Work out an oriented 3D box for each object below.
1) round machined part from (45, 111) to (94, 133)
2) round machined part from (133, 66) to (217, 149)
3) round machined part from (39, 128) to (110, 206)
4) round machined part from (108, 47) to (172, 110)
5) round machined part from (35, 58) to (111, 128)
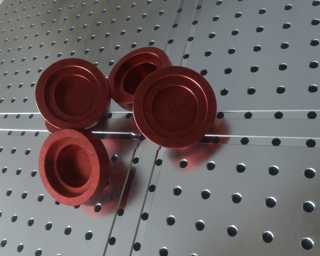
[{"bbox_3d":[-0.143,-0.031,0.489,0.098,0.042,0.098,-13,56,20],"label":"round machined part"},{"bbox_3d":[0.018,-0.024,0.382,0.099,0.042,0.097,0,87,3],"label":"round machined part"},{"bbox_3d":[-0.106,0.048,0.404,0.098,0.042,0.097,1,93,25],"label":"round machined part"},{"bbox_3d":[-0.024,-0.066,0.449,0.098,0.042,0.098,-13,57,20],"label":"round machined part"},{"bbox_3d":[-0.117,-0.044,0.432,0.099,0.042,0.097,0,87,1],"label":"round machined part"}]
